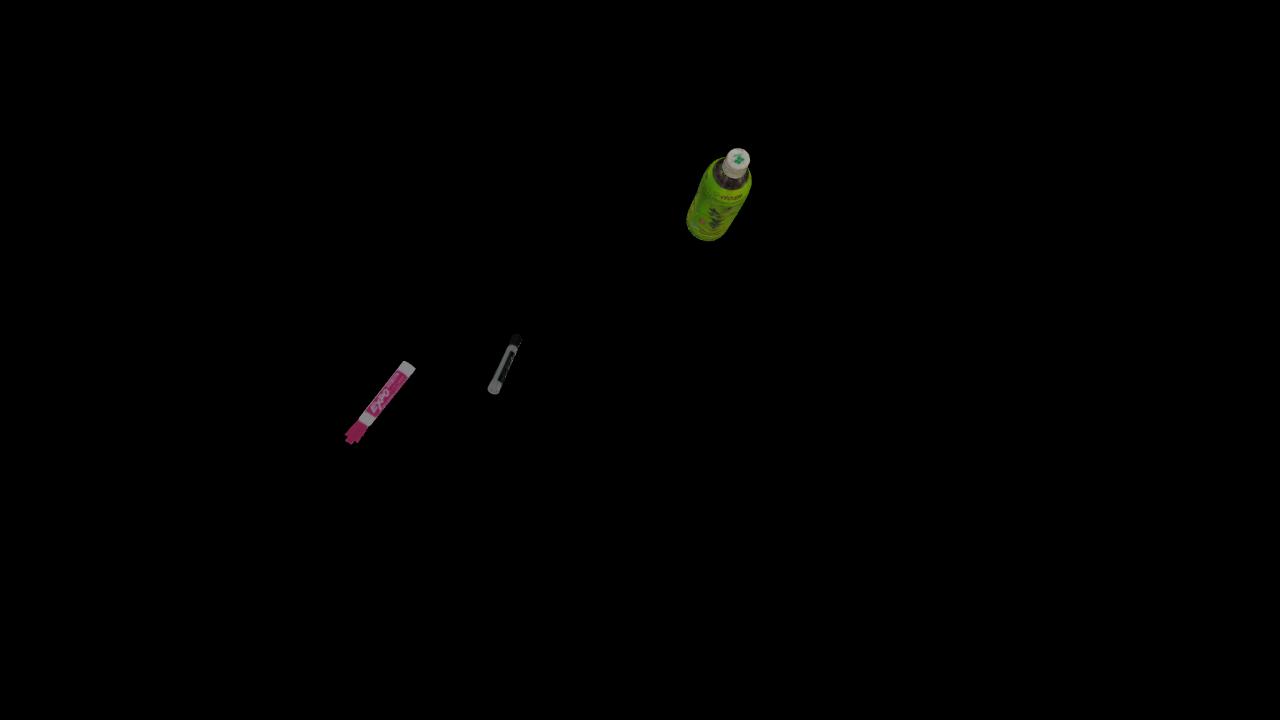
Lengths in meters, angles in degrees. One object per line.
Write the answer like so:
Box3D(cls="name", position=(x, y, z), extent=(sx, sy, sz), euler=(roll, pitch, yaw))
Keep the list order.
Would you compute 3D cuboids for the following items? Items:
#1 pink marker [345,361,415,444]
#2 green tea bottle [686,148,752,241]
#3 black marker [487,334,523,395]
Box3D(cls="pink marker", position=(-0.330, 0.054, 0.779), extent=(0.020, 0.121, 0.020), euler=(27, -22, 12))
Box3D(cls="green tea bottle", position=(0.118, -0.241, 0.892), extent=(0.073, 0.073, 0.212), euler=(0, -12, -6))
Box3D(cls="black marker", position=(-0.216, 0.003, 0.991), extent=(0.020, 0.121, 0.020), euler=(9, -40, 8))
